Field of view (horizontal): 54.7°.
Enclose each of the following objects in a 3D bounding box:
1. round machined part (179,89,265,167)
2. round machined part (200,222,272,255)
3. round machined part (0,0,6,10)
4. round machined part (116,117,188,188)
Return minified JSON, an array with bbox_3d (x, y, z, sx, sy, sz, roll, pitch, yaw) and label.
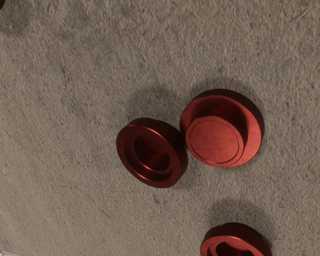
[{"bbox_3d":[0.069,0.007,0.363,0.098,0.042,0.097,13,124,20],"label":"round machined part"},{"bbox_3d":[0.111,0.176,0.445,0.098,0.042,0.097,13,124,20],"label":"round machined part"},{"bbox_3d":[-0.234,-0.196,0.395,0.098,0.042,0.097,13,124,20],"label":"round machined part"},{"bbox_3d":[-0.006,0.028,0.410,0.098,0.042,0.097,19,129,25],"label":"round machined part"}]
